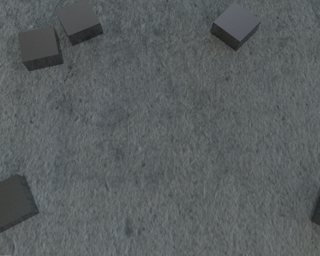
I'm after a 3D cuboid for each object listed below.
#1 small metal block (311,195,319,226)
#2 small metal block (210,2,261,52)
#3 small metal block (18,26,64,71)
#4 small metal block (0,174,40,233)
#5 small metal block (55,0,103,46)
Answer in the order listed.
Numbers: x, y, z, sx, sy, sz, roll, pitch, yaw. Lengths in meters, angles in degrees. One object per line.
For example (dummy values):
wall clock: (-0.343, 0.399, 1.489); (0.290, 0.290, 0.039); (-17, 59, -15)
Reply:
small metal block: (0.220, 0.101, 0.374); (0.050, 0.025, 0.050); (26, 72, 8)
small metal block: (0.113, -0.152, 0.465); (0.050, 0.025, 0.050); (41, 75, 13)
small metal block: (-0.172, -0.115, 0.448); (0.050, 0.025, 0.050); (-14, 71, -6)
small metal block: (-0.182, 0.091, 0.373); (0.050, 0.025, 0.050); (-27, 73, -10)
small metal block: (-0.120, -0.159, 0.465); (0.050, 0.025, 0.050); (-26, 72, -10)
